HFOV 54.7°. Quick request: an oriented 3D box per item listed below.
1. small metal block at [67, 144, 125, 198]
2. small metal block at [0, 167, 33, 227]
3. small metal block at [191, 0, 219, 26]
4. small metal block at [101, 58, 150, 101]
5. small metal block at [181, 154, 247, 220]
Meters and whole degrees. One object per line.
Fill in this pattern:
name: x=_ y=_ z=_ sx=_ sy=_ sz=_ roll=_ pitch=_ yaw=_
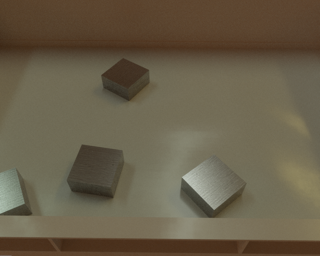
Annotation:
small metal block: x=-0.073 y=0.050 z=0.363 sx=0.050 sy=0.025 sz=0.050 roll=8 pitch=50 yaw=6
small metal block: x=-0.174 y=0.078 z=0.338 sx=0.050 sy=0.025 sz=0.050 roll=-21 pitch=53 yaw=-17
small metal block: x=0.086 y=-0.223 z=0.595 sx=0.050 sy=0.025 sz=0.050 roll=4 pitch=50 yaw=3
small metal block: x=-0.051 y=-0.074 z=0.467 sx=0.050 sy=0.025 sz=0.050 roll=28 pitch=55 yaw=22
small metal block: x=0.060 y=0.065 z=0.350 sx=0.050 sy=0.025 sz=0.050 roll=-32 pitch=57 yaw=-24
